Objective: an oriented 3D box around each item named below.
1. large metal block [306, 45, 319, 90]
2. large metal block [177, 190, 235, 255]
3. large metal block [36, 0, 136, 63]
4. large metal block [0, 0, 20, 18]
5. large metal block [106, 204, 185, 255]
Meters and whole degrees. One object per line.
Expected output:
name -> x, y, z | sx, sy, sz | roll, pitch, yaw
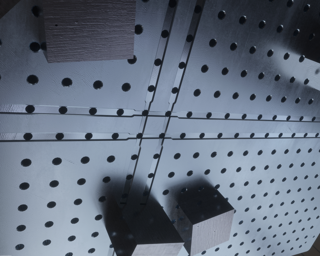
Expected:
large metal block -> 0.287, -0.087, 0.482 | 0.050, 0.080, 0.080 | -44, 130, 2
large metal block -> 0.078, 0.166, 0.543 | 0.081, 0.050, 0.079 | -14, 124, -21
large metal block -> -0.070, -0.109, 0.290 | 0.081, 0.050, 0.079 | -9, 123, -24
large metal block -> -0.140, -0.111, 0.231 | 0.080, 0.080, 0.050 | -42, 130, 1
large metal block -> -0.024, 0.161, 0.464 | 0.081, 0.080, 0.050 | 12, 112, -34
